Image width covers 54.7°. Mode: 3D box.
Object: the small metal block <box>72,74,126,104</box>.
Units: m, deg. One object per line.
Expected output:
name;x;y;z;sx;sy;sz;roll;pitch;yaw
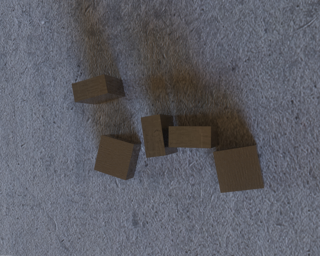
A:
small metal block;-0.083;-0.052;0.425;0.050;0.050;0.025;-13;86;19

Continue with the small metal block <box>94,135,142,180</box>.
small metal block;-0.059;0.040;0.430;0.050;0.025;0.050;15;95;19

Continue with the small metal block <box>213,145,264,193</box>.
small metal block;0.096;0.049;0.375;0.050;0.025;0.050;-11;86;19

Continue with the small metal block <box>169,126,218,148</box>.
small metal block;0.042;0.010;0.381;0.050;0.050;0.025;0;90;20

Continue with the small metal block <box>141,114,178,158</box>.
small metal block;0.000;0.010;0.396;0.025;0.050;0.050;-9;87;20
